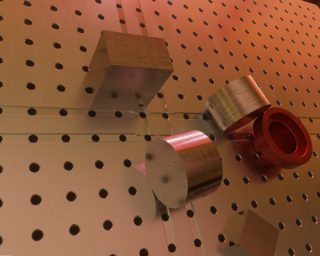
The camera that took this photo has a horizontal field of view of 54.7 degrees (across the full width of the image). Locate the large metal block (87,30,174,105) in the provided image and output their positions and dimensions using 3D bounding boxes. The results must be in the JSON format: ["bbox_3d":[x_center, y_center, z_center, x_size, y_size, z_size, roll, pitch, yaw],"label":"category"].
[{"bbox_3d":[-0.041,-0.072,0.395,0.081,0.080,0.050,-1,63,-29],"label":"large metal block"}]

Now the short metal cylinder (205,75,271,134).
[{"bbox_3d":[0.113,-0.032,0.453,0.081,0.080,0.050,-18,72,-35],"label":"short metal cylinder"}]

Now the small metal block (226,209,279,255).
[{"bbox_3d":[0.116,0.138,0.386,0.050,0.025,0.050,36,51,-5],"label":"small metal block"}]

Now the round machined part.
[{"bbox_3d":[0.185,0.019,0.485,0.099,0.042,0.098,14,57,-21],"label":"round machined part"}]

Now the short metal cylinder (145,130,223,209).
[{"bbox_3d":[0.025,0.046,0.358,0.050,0.080,0.080,-13,69,-34],"label":"short metal cylinder"}]
